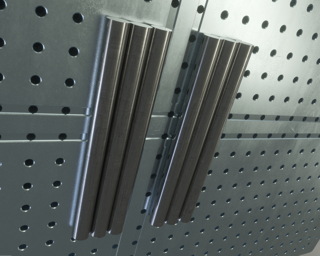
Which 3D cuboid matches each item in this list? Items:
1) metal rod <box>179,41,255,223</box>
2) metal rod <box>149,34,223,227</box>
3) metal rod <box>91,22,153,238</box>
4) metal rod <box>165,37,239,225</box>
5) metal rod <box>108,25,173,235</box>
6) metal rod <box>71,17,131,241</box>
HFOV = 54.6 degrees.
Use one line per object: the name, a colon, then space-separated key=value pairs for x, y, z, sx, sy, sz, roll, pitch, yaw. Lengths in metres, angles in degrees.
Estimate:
metal rod: x=0.075 y=0.021 z=0.463 sx=0.025 sy=0.025 sz=0.298 roll=1 pitch=118 yaw=-29
metal rod: x=0.030 y=0.020 z=0.438 sx=0.025 sy=0.025 sz=0.298 roll=1 pitch=118 yaw=-29
metal rod: x=-0.055 y=0.021 z=0.392 sx=0.025 sy=0.025 sz=0.298 roll=1 pitch=118 yaw=-29
metal rod: x=0.052 y=0.020 z=0.450 sx=0.025 sy=0.025 sz=0.298 roll=1 pitch=118 yaw=-29
metal rod: x=-0.033 y=0.021 z=0.404 sx=0.025 sy=0.025 sz=0.298 roll=1 pitch=118 yaw=-29
metal rod: x=-0.078 y=0.020 z=0.380 sx=0.025 sy=0.025 sz=0.298 roll=1 pitch=118 yaw=-29
